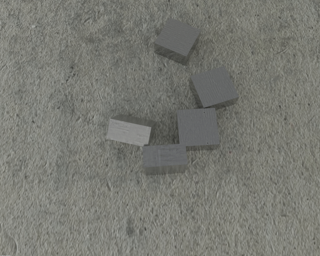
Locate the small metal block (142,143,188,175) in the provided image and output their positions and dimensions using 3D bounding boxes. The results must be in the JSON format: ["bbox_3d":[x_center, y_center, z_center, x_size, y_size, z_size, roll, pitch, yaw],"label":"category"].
[{"bbox_3d":[0.006,0.040,0.380,0.050,0.050,0.025,-4,70,-2],"label":"small metal block"}]

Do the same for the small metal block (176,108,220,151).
[{"bbox_3d":[0.048,0.003,0.407,0.050,0.025,0.050,-3,70,-2],"label":"small metal block"}]

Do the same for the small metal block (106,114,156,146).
[{"bbox_3d":[-0.034,0.002,0.391,0.050,0.050,0.025,12,100,4],"label":"small metal block"}]

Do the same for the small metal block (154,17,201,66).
[{"bbox_3d":[0.026,-0.127,0.454,0.050,0.025,0.050,25,72,9],"label":"small metal block"}]

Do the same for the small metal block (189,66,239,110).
[{"bbox_3d":[0.073,-0.052,0.427,0.050,0.025,0.050,-18,71,-7],"label":"small metal block"}]
